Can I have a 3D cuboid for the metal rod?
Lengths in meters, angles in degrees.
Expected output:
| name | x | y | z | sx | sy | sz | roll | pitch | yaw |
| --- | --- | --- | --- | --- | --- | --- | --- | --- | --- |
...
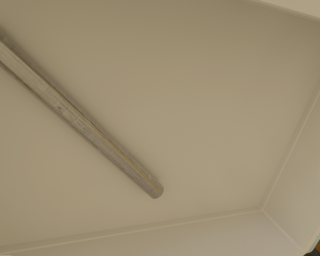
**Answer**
| name | x | y | z | sx | sy | sz | roll | pitch | yaw |
| --- | --- | --- | --- | --- | --- | --- | --- | --- | --- |
| metal rod | -0.080 | 0.006 | 0.367 | 0.025 | 0.025 | 0.300 | -41 | 129 | -1 |
